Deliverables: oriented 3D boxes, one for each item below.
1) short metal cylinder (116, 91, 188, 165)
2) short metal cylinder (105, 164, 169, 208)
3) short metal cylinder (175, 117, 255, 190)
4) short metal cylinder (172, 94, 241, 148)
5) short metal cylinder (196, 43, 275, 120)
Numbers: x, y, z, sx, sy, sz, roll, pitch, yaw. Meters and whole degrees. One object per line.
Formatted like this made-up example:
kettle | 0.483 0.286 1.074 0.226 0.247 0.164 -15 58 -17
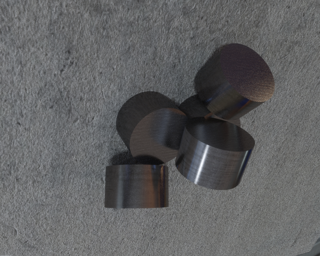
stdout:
short metal cylinder | -0.009 0.000 0.388 0.081 0.050 0.079 -14 125 -21
short metal cylinder | -0.029 0.075 0.396 0.081 0.080 0.050 7 76 -32
short metal cylinder | 0.063 0.027 0.360 0.081 0.080 0.050 -2 119 -28
short metal cylinder | 0.062 -0.001 0.427 0.081 0.050 0.079 -14 125 -21
short metal cylinder | 0.092 -0.056 0.381 0.081 0.080 0.050 0 156 -29
